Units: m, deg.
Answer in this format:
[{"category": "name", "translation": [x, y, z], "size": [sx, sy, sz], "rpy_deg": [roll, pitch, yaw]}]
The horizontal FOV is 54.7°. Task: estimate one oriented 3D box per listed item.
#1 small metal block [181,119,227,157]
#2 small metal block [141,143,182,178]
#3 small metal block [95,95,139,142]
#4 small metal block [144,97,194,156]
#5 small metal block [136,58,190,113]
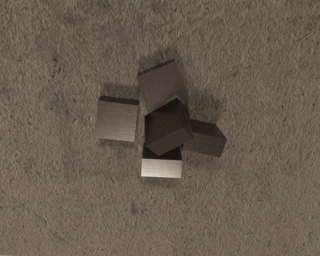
[{"category": "small metal block", "translation": [0.052, 0.011, 0.399], "size": [0.050, 0.050, 0.025], "rpy_deg": [13, 110, -11]}, {"category": "small metal block", "translation": [0.002, 0.042, 0.412], "size": [0.050, 0.050, 0.025], "rpy_deg": [3, 110, -2]}, {"category": "small metal block", "translation": [-0.055, -0.012, 0.405], "size": [0.050, 0.025, 0.050], "rpy_deg": [7, 110, -3]}, {"category": "small metal block", "translation": [0.010, -0.001, 0.373], "size": [0.050, 0.050, 0.025], "rpy_deg": [-28, 132, 23]}, {"category": "small metal block", "translation": [0.004, -0.053, 0.390], "size": [0.050, 0.025, 0.050], "rpy_deg": [-22, 109, 7]}]
